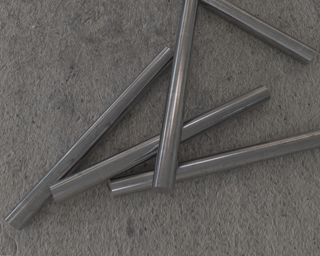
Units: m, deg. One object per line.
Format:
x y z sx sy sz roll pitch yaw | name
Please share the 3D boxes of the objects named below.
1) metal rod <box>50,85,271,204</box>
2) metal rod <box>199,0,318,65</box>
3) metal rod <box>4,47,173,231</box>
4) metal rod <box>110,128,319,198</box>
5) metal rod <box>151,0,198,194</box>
0.010 0.015 0.394 0.302 0.025 0.025 -25 72 -12 | metal rod
0.097 -0.184 0.475 0.300 0.025 0.025 34 74 11 | metal rod
-0.079 0.003 0.406 0.025 0.025 0.301 37 74 12 | metal rod
0.088 0.040 0.393 0.302 0.025 0.025 -13 71 -5 | metal rod
0.025 -0.062 0.407 0.025 0.025 0.300 8 61 3 | metal rod
